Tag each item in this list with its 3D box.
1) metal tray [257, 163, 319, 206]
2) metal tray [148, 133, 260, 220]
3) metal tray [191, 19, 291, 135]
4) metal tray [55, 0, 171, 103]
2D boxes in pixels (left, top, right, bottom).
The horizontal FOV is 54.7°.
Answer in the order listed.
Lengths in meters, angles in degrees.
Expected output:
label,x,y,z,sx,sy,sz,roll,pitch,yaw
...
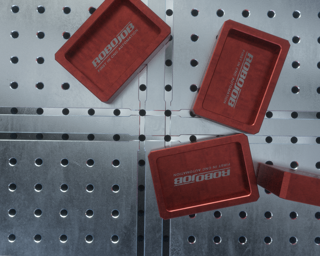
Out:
label,x,y,z,sx,sy,sz,roll,pitch,yaw
metal tray,0.199,0.075,0.383,0.131,0.090,0.030,12,90,-1
metal tray,0.056,0.062,0.411,0.131,0.030,0.089,-11,90,-1
metal tray,0.105,-0.066,0.412,0.090,0.030,0.129,20,90,-1
metal tray,-0.060,-0.108,0.409,0.090,0.030,0.130,43,90,-1
